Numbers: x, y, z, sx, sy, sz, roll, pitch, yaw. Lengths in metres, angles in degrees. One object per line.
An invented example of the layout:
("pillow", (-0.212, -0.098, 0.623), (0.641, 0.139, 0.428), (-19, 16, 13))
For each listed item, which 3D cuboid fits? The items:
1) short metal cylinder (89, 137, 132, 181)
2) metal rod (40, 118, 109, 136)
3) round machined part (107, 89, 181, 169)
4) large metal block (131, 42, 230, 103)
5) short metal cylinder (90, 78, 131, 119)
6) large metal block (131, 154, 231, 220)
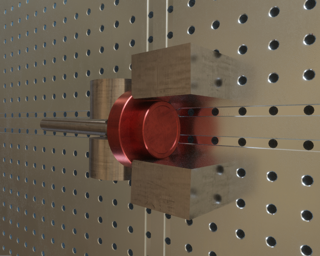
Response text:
("short metal cylinder", (-0.054, 0.038, 0.418), (0.080, 0.081, 0.050), (2, 92, 40))
("metal rod", (-0.107, -0.001, 0.483), (0.300, 0.025, 0.025), (3, 92, 44))
("round machined part", (-0.012, 0.002, 0.371), (0.042, 0.099, 0.097), (1, 91, 40))
("large metal block", (0.025, -0.058, 0.354), (0.080, 0.081, 0.050), (0, 90, 40))
("short metal cylinder", (-0.053, -0.037, 0.418), (0.080, 0.081, 0.050), (1, 91, 40))
("large metal block", (0.024, 0.062, 0.354), (0.080, 0.081, 0.050), (4, 93, 40))
